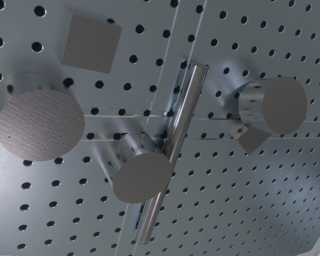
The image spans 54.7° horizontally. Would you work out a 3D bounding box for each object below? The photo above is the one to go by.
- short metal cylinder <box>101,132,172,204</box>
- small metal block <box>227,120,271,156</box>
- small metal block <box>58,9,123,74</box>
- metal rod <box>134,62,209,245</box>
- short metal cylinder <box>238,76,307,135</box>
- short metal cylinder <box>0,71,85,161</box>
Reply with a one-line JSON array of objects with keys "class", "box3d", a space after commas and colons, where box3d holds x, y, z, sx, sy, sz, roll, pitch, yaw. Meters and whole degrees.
[{"class": "short metal cylinder", "box3d": [-0.031, 0.052, 0.411, 0.081, 0.050, 0.079, -14, 124, -21]}, {"class": "small metal block", "box3d": [0.144, 0.008, 0.495, 0.050, 0.025, 0.050, -44, 130, 2]}, {"class": "small metal block", "box3d": [-0.072, -0.088, 0.318, 0.050, 0.025, 0.050, 6, 115, -31]}, {"class": "metal rod", "box3d": [0.010, 0.051, 0.448, 0.025, 0.025, 0.298, 3, 117, -30]}, {"class": "short metal cylinder", "box3d": [0.161, -0.032, 0.444, 0.081, 0.050, 0.079, -1, 94, -23]}, {"class": "short metal cylinder", "box3d": [-0.124, -0.013, 0.320, 0.081, 0.050, 0.079, -14, 124, -21]}]
